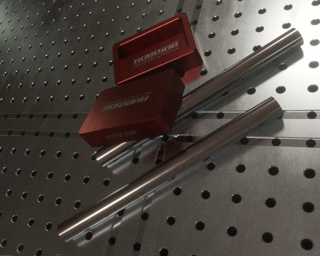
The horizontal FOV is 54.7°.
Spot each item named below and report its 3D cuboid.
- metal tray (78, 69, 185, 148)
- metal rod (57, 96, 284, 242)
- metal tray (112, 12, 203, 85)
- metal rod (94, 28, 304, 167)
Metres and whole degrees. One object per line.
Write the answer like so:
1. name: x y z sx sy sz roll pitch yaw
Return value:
1. metal tray: -0.038 -0.024 0.413 0.130 0.030 0.090 -11 43 31
2. metal rod: 0.007 0.053 0.371 0.300 0.025 0.025 -32 52 7
3. metal tray: -0.008 -0.115 0.478 0.130 0.030 0.090 -20 54 15
4. metal rod: 0.045 -0.036 0.405 0.300 0.025 0.025 -32 52 7
